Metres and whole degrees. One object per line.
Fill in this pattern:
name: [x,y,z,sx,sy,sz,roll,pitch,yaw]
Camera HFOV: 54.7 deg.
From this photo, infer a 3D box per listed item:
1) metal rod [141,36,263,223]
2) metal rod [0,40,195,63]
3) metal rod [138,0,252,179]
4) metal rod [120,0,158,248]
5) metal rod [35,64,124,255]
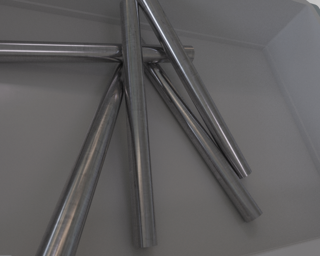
metal rod: [0.042,-0.007,0.432,0.025,0.025,0.299,-24,75,-36]
metal rod: [-0.093,-0.096,0.393,0.303,0.025,0.025,-5,64,-24]
metal rod: [0.042,-0.065,0.418,0.025,0.025,0.299,-33,96,-38]
metal rod: [-0.028,-0.019,0.365,0.025,0.025,0.299,3,72,-27]
metal rod: [-0.061,0.009,0.309,0.025,0.025,0.300,25,35,-13]
